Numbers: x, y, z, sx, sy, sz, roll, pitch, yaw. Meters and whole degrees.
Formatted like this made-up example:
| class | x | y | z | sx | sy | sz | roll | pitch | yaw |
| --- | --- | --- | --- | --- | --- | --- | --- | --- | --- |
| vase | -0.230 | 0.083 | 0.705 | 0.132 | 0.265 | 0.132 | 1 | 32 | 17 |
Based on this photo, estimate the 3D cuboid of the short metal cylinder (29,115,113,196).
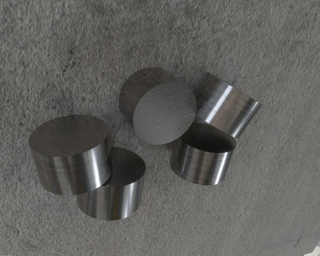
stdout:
| class | x | y | z | sx | sy | sz | roll | pitch | yaw |
| --- | --- | --- | --- | --- | --- | --- | --- | --- | --- |
| short metal cylinder | -0.094 | 0.027 | 0.336 | 0.081 | 0.080 | 0.050 | -14 | 124 | -21 |

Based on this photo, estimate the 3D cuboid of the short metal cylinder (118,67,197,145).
| class | x | y | z | sx | sy | sz | roll | pitch | yaw |
| --- | --- | --- | --- | --- | --- | --- | --- | --- | --- |
| short metal cylinder | -0.003 | -0.027 | 0.372 | 0.081 | 0.050 | 0.079 | -14 | 124 | -21 |

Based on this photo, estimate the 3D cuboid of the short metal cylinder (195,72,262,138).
| class | x | y | z | sx | sy | sz | roll | pitch | yaw |
| --- | --- | --- | --- | --- | --- | --- | --- | --- | --- |
| short metal cylinder | 0.082 | -0.030 | 0.397 | 0.080 | 0.080 | 0.050 | 21 | 107 | -36 |

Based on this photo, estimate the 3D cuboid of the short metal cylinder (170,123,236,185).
| class | x | y | z | sx | sy | sz | roll | pitch | yaw |
| --- | --- | --- | --- | --- | --- | --- | --- | --- | --- |
| short metal cylinder | 0.057 | 0.033 | 0.423 | 0.081 | 0.080 | 0.050 | -3 | 120 | -27 |

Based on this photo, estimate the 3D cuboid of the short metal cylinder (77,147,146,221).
| class | x | y | z | sx | sy | sz | roll | pitch | yaw |
| --- | --- | --- | --- | --- | --- | --- | --- | --- | --- |
| short metal cylinder | -0.060 | 0.065 | 0.379 | 0.081 | 0.080 | 0.050 | -6 | 121 | -26 |
